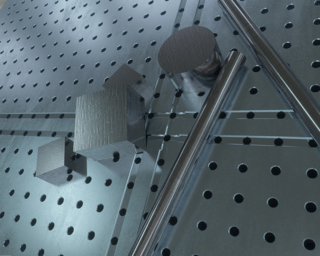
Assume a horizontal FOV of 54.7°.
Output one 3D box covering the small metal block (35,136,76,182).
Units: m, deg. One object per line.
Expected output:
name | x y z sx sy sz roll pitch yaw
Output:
small metal block | -0.154 0.047 0.461 0.050 0.025 0.050 -22 54 15

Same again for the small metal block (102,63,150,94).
small metal block | -0.053 -0.065 0.476 0.050 0.025 0.050 -46 51 -5

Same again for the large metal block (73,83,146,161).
large metal block | -0.067 -0.006 0.424 0.080 0.050 0.080 -12 66 21

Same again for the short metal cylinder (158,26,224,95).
short metal cylinder | 0.044 -0.092 0.426 0.080 0.050 0.080 -13 56 21

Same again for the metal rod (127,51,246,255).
metal rod | 0.035 0.033 0.369 0.025 0.025 0.300 17 70 34

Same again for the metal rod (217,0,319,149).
metal rod | 0.138 -0.085 0.387 0.025 0.025 0.299 -27 52 11
